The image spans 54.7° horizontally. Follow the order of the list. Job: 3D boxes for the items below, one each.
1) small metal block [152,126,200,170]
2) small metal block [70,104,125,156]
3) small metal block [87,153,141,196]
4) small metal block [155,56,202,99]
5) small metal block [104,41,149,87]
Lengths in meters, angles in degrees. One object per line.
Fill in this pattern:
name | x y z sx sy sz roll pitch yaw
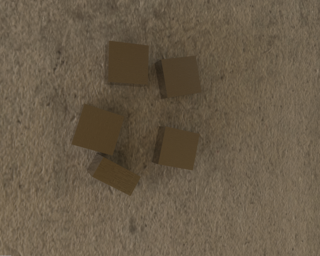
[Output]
small metal block | 0.021 0.027 0.418 0.050 0.025 0.050 13 86 -20
small metal block | -0.077 0.002 0.381 0.050 0.025 0.050 18 84 -20
small metal block | -0.057 0.055 0.375 0.050 0.050 0.025 31 80 -18
small metal block | 0.025 -0.068 0.419 0.050 0.025 0.050 -11 94 -20
small metal block | -0.043 -0.080 0.394 0.050 0.025 0.050 2 90 -21
